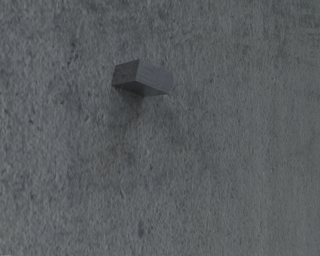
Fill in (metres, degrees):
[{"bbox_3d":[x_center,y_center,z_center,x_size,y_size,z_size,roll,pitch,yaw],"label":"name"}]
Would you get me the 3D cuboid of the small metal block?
[{"bbox_3d":[-0.021,-0.058,0.369,0.050,0.050,0.025,16,80,-39],"label":"small metal block"}]
